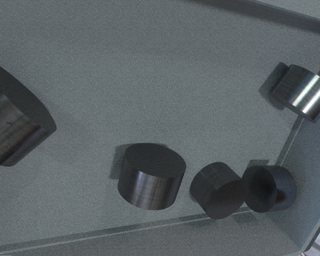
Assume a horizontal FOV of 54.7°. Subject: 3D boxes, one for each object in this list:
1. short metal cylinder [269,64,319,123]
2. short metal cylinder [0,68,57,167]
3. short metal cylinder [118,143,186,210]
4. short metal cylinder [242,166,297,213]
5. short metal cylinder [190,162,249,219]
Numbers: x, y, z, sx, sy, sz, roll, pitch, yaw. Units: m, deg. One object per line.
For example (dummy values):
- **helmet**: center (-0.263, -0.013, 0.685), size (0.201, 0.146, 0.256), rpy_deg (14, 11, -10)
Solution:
- **short metal cylinder**: center (0.212, -0.051, 0.460), size (0.080, 0.080, 0.050), rpy_deg (27, 103, -38)
- **short metal cylinder**: center (-0.145, -0.011, 0.288), size (0.050, 0.080, 0.080), rpy_deg (-41, 130, -1)
- **short metal cylinder**: center (-0.011, 0.061, 0.407), size (0.081, 0.080, 0.050), rpy_deg (1, 118, -29)
- **short metal cylinder**: center (0.190, 0.106, 0.546), size (0.050, 0.080, 0.079), rpy_deg (4, 117, -31)
- **short metal cylinder**: center (0.098, 0.103, 0.512), size (0.081, 0.050, 0.079), rpy_deg (-14, 125, -21)
